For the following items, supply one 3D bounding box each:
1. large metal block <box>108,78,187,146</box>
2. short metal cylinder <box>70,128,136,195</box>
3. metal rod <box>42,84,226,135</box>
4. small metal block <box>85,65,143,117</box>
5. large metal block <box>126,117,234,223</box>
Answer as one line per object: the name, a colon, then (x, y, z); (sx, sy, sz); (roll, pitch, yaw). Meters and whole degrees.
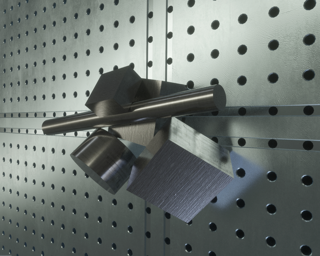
large metal block: (-0.018, -0.023, 0.403); (0.080, 0.050, 0.079); (14, 99, 39)
short metal cylinder: (-0.075, 0.045, 0.422); (0.080, 0.080, 0.050); (25, 63, 37)
metal rod: (-0.058, -0.015, 0.387); (0.300, 0.025, 0.025); (-7, 86, 40)
small metal block: (-0.055, -0.043, 0.369); (0.050, 0.025, 0.050); (-7, 50, 40)
large metal block: (0.022, 0.046, 0.343); (0.080, 0.050, 0.080); (31, 118, -12)
